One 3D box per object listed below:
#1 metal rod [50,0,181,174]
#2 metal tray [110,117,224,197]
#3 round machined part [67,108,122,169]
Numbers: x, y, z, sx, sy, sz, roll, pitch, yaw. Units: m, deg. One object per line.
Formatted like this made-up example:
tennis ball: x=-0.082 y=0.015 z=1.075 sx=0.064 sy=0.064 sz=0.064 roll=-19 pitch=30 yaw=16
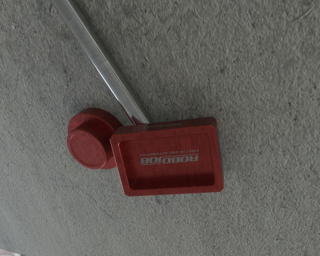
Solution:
metal rod: x=-0.057 y=-0.060 z=0.399 sx=0.025 sy=0.025 sz=0.299 roll=-23 pitch=106 yaw=36
metal tray: x=0.011 y=0.039 z=0.394 sx=0.130 sy=0.030 sz=0.089 roll=-6 pitch=110 yaw=14
round machined part: x=-0.098 y=0.022 z=0.461 sx=0.098 sy=0.042 sz=0.097 roll=13 pitch=124 yaw=21
